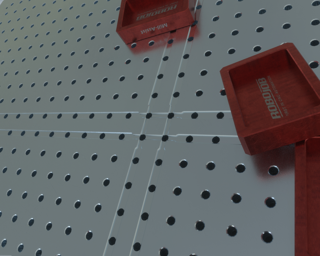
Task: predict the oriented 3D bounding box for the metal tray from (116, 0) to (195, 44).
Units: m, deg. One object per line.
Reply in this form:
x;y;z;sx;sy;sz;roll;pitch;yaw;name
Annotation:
-0.007;-0.202;0.530;0.130;0.030;0.090;-10;57;22;metal tray

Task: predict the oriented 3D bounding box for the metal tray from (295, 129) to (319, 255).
0.170;0.064;0.276;0.090;0.030;0.130;-2;61;27;metal tray

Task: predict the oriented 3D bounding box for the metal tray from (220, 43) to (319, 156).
0.122;-0.037;0.340;0.090;0.030;0.130;-19;38;16;metal tray
